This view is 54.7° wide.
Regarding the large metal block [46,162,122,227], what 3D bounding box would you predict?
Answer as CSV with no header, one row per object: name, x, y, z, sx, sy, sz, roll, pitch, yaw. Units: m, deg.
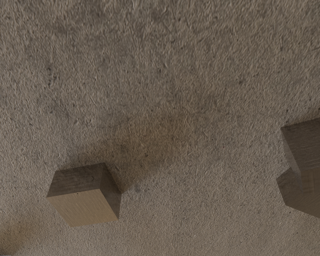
large metal block,-0.113,0.105,0.479,0.080,0.050,0.080,-11,130,9

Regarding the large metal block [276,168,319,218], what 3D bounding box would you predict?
large metal block,0.240,0.086,0.466,0.080,0.050,0.080,23,126,-19

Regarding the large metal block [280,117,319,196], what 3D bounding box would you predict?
large metal block,0.212,0.032,0.400,0.080,0.080,0.050,-16,128,13
